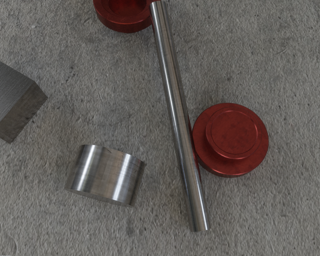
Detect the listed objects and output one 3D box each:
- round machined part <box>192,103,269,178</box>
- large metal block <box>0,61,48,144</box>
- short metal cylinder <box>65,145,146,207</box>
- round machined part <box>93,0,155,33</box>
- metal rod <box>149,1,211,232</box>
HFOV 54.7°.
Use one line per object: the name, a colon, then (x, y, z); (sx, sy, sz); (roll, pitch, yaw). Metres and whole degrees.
round machined part: (0.090, 0.012, 0.396); (0.099, 0.042, 0.098); (0, 70, 0)
large metal block: (-0.213, -0.038, 0.407); (0.080, 0.050, 0.080); (30, 73, 10)
short metal cylinder: (-0.062, 0.057, 0.358); (0.080, 0.080, 0.050); (13, 71, 4)
round machined part: (-0.048, -0.183, 0.466); (0.099, 0.042, 0.098); (0, 70, 0)
metal rod: (0.022, -0.024, 0.396); (0.025, 0.025, 0.299); (-9, 78, -4)
